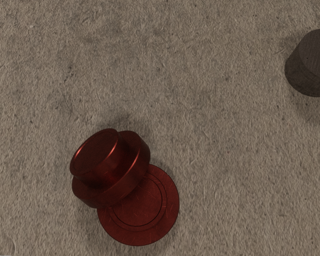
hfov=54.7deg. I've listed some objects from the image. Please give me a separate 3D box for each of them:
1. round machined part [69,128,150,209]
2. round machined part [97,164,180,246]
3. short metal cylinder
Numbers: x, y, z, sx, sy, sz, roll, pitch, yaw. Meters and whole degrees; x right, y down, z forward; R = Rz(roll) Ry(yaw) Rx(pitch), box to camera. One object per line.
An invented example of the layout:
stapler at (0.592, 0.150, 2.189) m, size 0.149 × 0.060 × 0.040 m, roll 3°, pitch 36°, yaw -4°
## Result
round machined part at (-0.063, 0.039, 0.355) m, size 0.098 × 0.042 × 0.098 m, roll -26°, pitch 34°, yaw 19°
round machined part at (-0.026, 0.088, 0.367) m, size 0.099 × 0.042 × 0.098 m, roll 0°, pitch 70°, yaw -1°
short metal cylinder at (0.223, -0.090, 0.430) m, size 0.081 × 0.050 × 0.080 m, roll 0°, pitch 70°, yaw 0°
